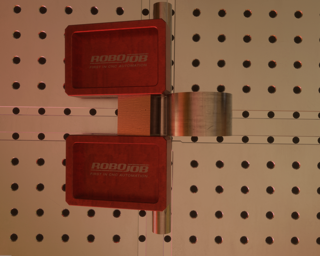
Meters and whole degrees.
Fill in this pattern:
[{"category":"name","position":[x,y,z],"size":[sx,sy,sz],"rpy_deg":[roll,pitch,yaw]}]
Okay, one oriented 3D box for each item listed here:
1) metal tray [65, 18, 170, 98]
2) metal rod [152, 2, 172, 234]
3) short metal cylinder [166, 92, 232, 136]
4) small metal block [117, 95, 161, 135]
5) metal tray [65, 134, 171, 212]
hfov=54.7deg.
[{"category":"metal tray","position":[-0.054,-0.085,0.393],"size":[0.131,0.030,0.089],"rpy_deg":[0,90,12]},{"category":"metal rod","position":[0.003,-0.013,0.409],"size":[0.025,0.025,0.298],"rpy_deg":[0,90,0]},{"category":"short metal cylinder","position":[0.048,-0.016,0.383],"size":[0.081,0.080,0.050],"rpy_deg":[0,90,0]},{"category":"small metal block","position":[-0.027,-0.016,0.399],"size":[0.050,0.025,0.050],"rpy_deg":[1,90,31]},{"category":"metal tray","position":[-0.053,0.054,0.393],"size":[0.131,0.030,0.089],"rpy_deg":[1,90,12]}]
